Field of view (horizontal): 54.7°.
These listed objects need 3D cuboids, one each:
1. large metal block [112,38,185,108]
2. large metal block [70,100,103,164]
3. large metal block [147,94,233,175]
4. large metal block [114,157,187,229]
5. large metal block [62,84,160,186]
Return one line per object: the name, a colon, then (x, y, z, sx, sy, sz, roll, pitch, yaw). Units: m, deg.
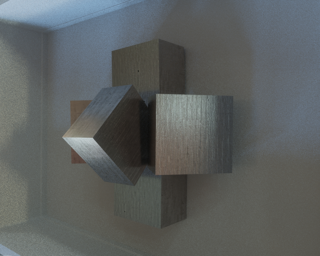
large metal block: (-0.016, -0.062, 0.398, 0.080, 0.050, 0.080, -2, 89, 40)
large metal block: (-0.085, 0.005, 0.430, 0.050, 0.080, 0.080, -1, 90, 4)
large metal block: (0.031, 0.006, 0.335, 0.050, 0.081, 0.079, -174, 84, -78)
large metal block: (-0.013, 0.075, 0.400, 0.080, 0.050, 0.080, 1, 91, 40)
large metal block: (-0.049, 0.008, 0.358, 0.050, 0.080, 0.080, -1, 46, 39)
